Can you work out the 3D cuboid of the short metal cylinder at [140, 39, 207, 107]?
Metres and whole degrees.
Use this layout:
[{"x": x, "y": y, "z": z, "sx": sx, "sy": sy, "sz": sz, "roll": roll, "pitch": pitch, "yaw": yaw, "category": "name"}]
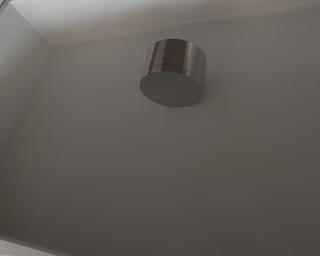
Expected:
[{"x": 0.018, "y": -0.069, "z": 0.402, "sx": 0.080, "sy": 0.080, "sz": 0.050, "roll": -3, "pitch": 60, "yaw": 26, "category": "short metal cylinder"}]
